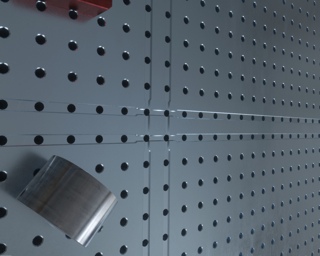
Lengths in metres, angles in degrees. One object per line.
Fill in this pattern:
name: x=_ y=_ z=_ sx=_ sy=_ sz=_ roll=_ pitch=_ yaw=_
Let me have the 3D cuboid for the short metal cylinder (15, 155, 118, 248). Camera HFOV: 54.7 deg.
short metal cylinder: x=-0.088 y=0.071 z=0.299 sx=0.080 sy=0.080 sz=0.050 roll=50 pitch=61 yaw=-29

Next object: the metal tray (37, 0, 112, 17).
metal tray: x=-0.095 y=-0.195 z=0.325 sx=0.091 sy=0.030 sz=0.129 roll=2 pitch=89 yaw=-40
